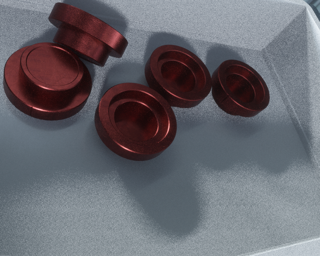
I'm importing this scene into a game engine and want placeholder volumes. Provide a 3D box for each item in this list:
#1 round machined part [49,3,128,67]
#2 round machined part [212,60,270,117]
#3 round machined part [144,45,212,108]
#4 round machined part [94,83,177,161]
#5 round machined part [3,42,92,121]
[{"bbox_3d":[-0.094,-0.111,0.390,0.098,0.098,0.042,25,90,-13],"label":"round machined part"},{"bbox_3d":[0.124,-0.059,0.500,0.099,0.042,0.098,14,56,-21],"label":"round machined part"},{"bbox_3d":[0.023,-0.070,0.451,0.099,0.042,0.098,14,56,-21],"label":"round machined part"},{"bbox_3d":[-0.032,-0.004,0.381,0.099,0.042,0.098,14,56,-21],"label":"round machined part"},{"bbox_3d":[-0.128,-0.061,0.363,0.099,0.042,0.098,14,56,-21],"label":"round machined part"}]
